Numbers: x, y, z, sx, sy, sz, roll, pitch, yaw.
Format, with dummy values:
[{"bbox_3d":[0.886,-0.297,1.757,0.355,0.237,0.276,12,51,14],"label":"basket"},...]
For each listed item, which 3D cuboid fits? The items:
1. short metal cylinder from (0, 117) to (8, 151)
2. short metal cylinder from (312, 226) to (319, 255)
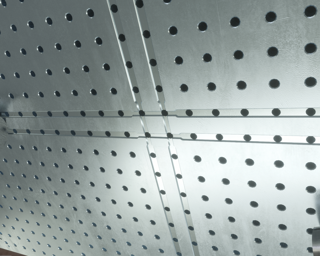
[{"bbox_3d":[-0.321,0.010,0.547,0.050,0.080,0.079,11,123,22],"label":"short metal cylinder"},{"bbox_3d":[0.216,0.153,0.357,0.050,0.080,0.080,-19,109,35],"label":"short metal cylinder"}]
